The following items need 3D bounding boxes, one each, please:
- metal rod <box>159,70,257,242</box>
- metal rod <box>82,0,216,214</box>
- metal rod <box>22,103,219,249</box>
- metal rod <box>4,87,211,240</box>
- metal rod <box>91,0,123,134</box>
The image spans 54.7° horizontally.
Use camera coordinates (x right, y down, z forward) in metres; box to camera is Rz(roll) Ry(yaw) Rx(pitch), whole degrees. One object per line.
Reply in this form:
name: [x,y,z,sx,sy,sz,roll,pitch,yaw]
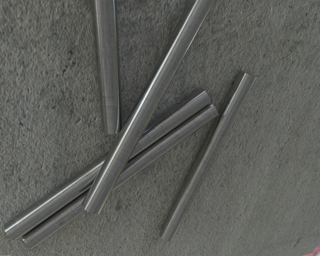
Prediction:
metal rod: [0.066,0.054,0.475,0.025,0.025,0.298,10,113,-33]
metal rod: [-0.013,-0.031,0.360,0.025,0.025,0.299,23,100,-37]
metal rod: [-0.049,0.059,0.416,0.301,0.025,0.025,-35,129,-5]
metal rod: [-0.062,0.042,0.398,0.301,0.025,0.025,-35,129,-5]
metal rod: [-0.054,-0.126,0.298,0.025,0.025,0.298,-13,124,-22]
